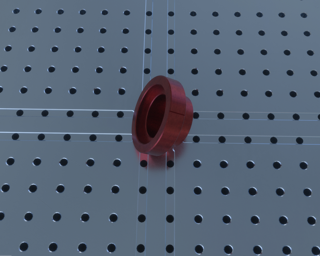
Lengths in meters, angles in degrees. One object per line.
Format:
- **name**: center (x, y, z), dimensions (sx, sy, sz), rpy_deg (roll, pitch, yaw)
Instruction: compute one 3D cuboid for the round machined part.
- **round machined part**: center (0.005, -0.013, 0.388), dimensions (0.042, 0.098, 0.098), rpy_deg (15, 67, -28)
